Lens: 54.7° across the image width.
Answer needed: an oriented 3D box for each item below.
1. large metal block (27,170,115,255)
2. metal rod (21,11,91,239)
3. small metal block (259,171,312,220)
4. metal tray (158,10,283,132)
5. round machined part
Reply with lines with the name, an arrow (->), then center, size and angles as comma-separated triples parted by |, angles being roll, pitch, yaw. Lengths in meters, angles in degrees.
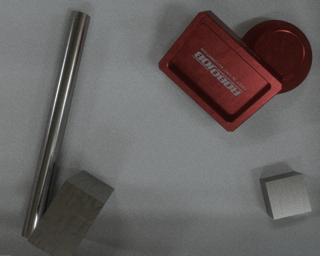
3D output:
large metal block -> -0.105, 0.104, 0.383 | 0.050, 0.080, 0.080 | 32, 90, -1
metal rod -> -0.137, -0.004, 0.409 | 0.025, 0.025, 0.298 | 13, 90, -1
small metal block -> 0.167, 0.089, 0.414 | 0.050, 0.025, 0.050 | -13, 90, -1
metal tray -> 0.074, -0.069, 0.388 | 0.130, 0.030, 0.090 | 43, 122, -1
round machined part -> 0.151, -0.093, 0.405 | 0.099, 0.042, 0.097 | 0, 90, -1
